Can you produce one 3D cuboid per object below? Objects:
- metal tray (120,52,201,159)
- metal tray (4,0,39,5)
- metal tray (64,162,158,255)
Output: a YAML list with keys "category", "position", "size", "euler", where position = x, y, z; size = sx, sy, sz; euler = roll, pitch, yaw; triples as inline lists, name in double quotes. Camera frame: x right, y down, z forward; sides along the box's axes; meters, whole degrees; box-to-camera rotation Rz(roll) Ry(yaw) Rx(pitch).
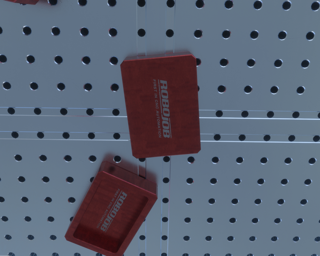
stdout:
- category: "metal tray"
  position: [0.003, -0.028, 0.401]
  size: [0.091, 0.030, 0.129]
  euler: [-5, 110, 1]
- category: "metal tray"
  position: [-0.167, -0.202, 0.314]
  size: [0.090, 0.030, 0.129]
  euler: [18, 112, 17]
- category: "metal tray"
  position: [-0.071, 0.124, 0.455]
  size: [0.090, 0.030, 0.129]
  euler: [26, 108, -10]
